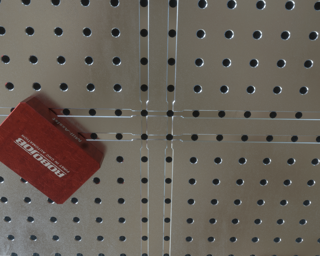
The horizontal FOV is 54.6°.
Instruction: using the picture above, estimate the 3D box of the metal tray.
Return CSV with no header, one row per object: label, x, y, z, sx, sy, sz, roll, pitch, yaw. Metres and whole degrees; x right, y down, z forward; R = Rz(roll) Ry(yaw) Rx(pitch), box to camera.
metal tray,-0.155,0.033,0.422,0.130,0.030,0.090,43,104,-14
